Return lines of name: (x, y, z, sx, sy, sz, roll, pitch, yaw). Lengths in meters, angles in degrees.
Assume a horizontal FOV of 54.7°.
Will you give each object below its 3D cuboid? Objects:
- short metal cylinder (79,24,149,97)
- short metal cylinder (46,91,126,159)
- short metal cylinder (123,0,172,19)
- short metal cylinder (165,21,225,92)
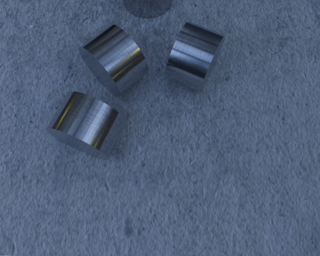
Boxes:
short metal cylinder: (-0.061, -0.088, 0.411, 0.050, 0.080, 0.080, -42, 76, -14)
short metal cylinder: (-0.089, -0.001, 0.378, 0.080, 0.080, 0.050, 22, 72, 7)
short metal cylinder: (-0.020, -0.217, 0.474, 0.081, 0.050, 0.080, 0, 70, 0)
short metal cylinder: (0.047, -0.094, 0.414, 0.050, 0.080, 0.080, 24, 72, 8)
